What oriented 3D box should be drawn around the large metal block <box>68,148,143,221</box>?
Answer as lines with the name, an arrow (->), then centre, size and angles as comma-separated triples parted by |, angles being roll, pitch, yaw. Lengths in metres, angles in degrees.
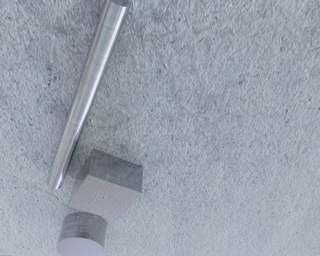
large metal block -> -0.081, 0.087, 0.464 | 0.080, 0.050, 0.080 | 23, 126, -19

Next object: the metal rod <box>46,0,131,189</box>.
metal rod -> -0.101, -0.020, 0.388 | 0.025, 0.025, 0.298 | 19, 128, -16

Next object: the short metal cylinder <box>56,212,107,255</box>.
short metal cylinder -> -0.139, 0.195, 0.555 | 0.081, 0.050, 0.079 | 0, 130, 0
